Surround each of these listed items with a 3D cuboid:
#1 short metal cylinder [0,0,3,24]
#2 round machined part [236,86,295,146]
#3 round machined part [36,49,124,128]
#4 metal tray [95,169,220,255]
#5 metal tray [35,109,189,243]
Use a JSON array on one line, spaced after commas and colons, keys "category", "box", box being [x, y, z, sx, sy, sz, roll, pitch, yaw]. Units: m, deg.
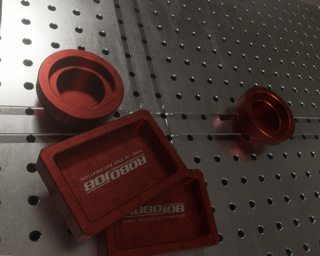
[{"category": "short metal cylinder", "box": [-0.230, -0.156, 0.363, 0.081, 0.050, 0.080, 14, 56, -21]}, {"category": "round machined part", "box": [0.163, -0.015, 0.497, 0.099, 0.042, 0.098, 14, 56, -21]}, {"category": "round machined part", "box": [-0.097, -0.043, 0.372, 0.099, 0.042, 0.098, 14, 56, -21]}, {"category": "metal tray", "box": [-0.004, 0.094, 0.346, 0.131, 0.030, 0.090, 3, 61, -27]}, {"category": "metal tray", "box": [-0.044, 0.042, 0.317, 0.131, 0.030, 0.090, -25, 75, -37]}]
